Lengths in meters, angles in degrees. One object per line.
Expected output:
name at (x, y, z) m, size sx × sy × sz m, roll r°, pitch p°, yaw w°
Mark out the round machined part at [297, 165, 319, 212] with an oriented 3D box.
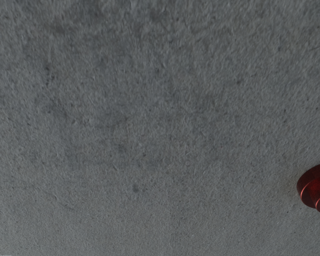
round machined part at (0.272, 0.100, 0.485) m, size 0.099 × 0.042 × 0.097 m, roll -1°, pitch 130°, yaw 0°
